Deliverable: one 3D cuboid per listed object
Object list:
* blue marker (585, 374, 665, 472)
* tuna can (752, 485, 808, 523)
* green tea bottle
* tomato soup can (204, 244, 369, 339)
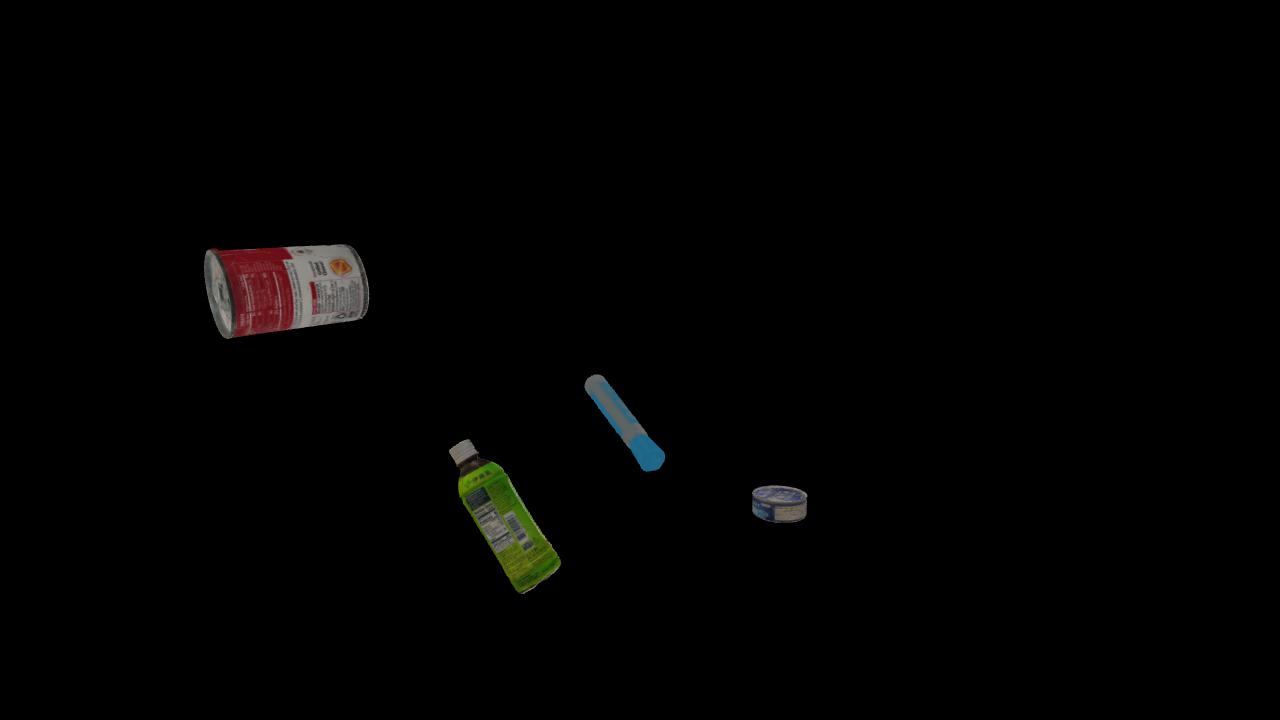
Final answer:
[{"bbox_3d":[-0.013,0.045,0.463,0.020,0.020,0.121,0,25,-26],"label":"blue marker"},{"bbox_3d":[0.216,0.223,0.954,0.084,0.034,0.084,0,6,0],"label":"tuna can"},{"bbox_3d":[-0.187,0.202,0.820,0.073,0.212,0.073,-31,-4,-2],"label":"green tea bottle"},{"bbox_3d":[-0.282,-0.058,0.496,0.101,0.068,0.068,-15,10,-43],"label":"tomato soup can"}]
